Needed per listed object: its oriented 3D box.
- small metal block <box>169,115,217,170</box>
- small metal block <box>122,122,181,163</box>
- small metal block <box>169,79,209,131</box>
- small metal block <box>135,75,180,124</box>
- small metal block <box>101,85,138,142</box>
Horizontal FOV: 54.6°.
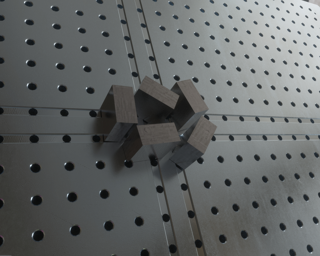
[{"bbox_3d":[0.043,0.019,0.402,0.025,0.050,0.050,36,51,-3],"label":"small metal block"},{"bbox_3d":[-0.011,0.018,0.374,0.050,0.050,0.025,-5,64,-31],"label":"small metal block"},{"bbox_3d":[0.033,-0.031,0.427,0.025,0.050,0.050,-17,70,-35],"label":"small metal block"},{"bbox_3d":[-0.011,-0.033,0.406,0.050,0.050,0.025,30,53,-10],"label":"small metal block"},{"bbox_3d":[-0.050,-0.016,0.374,0.025,0.050,0.050,3,61,-26],"label":"small metal block"}]
